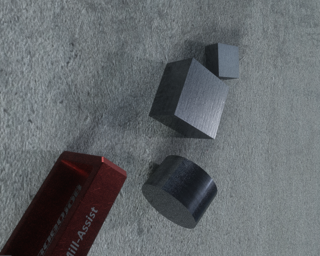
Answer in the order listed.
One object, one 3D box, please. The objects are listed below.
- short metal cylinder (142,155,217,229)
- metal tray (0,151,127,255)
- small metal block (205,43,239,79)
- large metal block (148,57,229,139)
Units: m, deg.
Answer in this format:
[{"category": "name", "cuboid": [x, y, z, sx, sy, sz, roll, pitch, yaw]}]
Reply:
[{"category": "short metal cylinder", "cuboid": [0.024, 0.080, 0.389, 0.050, 0.080, 0.080, -49, 119, -29]}, {"category": "metal tray", "cuboid": [-0.093, 0.086, 0.284, 0.030, 0.090, 0.130, 41, 65, -33]}, {"category": "small metal block", "cuboid": [0.098, -0.103, 0.487, 0.050, 0.025, 0.050, -4, 93, -40]}, {"category": "large metal block", "cuboid": [0.042, -0.037, 0.423, 0.080, 0.050, 0.080, 29, 72, -36]}]
